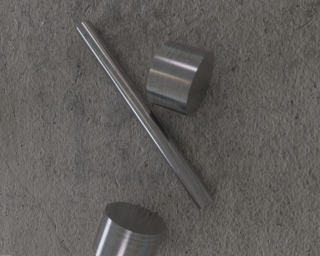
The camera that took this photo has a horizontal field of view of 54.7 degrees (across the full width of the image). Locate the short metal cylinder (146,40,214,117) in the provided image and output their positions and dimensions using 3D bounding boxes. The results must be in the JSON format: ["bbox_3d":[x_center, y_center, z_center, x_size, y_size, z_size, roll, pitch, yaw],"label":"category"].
[{"bbox_3d":[0.026,-0.059,0.371,0.050,0.080,0.080,22,97,18],"label":"short metal cylinder"}]

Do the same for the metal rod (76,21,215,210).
[{"bbox_3d":[-0.025,-0.025,0.417,0.025,0.025,0.299,-38,78,16],"label":"metal rod"}]

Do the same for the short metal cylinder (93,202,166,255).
[{"bbox_3d":[-0.039,0.136,0.393,0.080,0.080,0.050,22,97,18],"label":"short metal cylinder"}]
